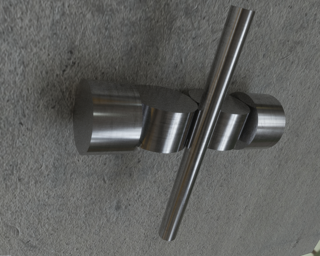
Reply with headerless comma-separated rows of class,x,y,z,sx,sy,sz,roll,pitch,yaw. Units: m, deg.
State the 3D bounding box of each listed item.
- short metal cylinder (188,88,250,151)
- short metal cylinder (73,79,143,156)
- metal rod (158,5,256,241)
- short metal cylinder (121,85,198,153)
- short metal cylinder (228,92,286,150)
short metal cylinder,0.069,-0.013,0.402,0.081,0.080,0.050,1,118,-29
short metal cylinder,-0.059,-0.011,0.334,0.050,0.080,0.079,1,118,-29
metal rod,0.045,0.014,0.362,0.025,0.025,0.298,1,118,-29
short metal cylinder,-0.001,-0.013,0.364,0.081,0.080,0.050,1,118,-29
short metal cylinder,0.126,-0.010,0.436,0.050,0.080,0.079,1,118,-29
